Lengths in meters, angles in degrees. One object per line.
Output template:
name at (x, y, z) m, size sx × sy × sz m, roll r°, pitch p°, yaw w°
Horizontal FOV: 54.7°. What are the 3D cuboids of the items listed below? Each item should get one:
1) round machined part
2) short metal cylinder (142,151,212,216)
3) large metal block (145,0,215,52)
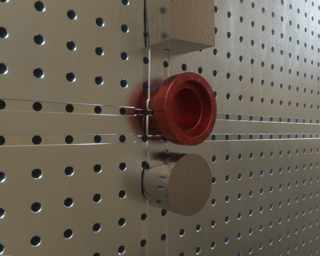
round machined part at (0.030, -0.025, 0.425) m, size 0.099 × 0.042 × 0.097 m, roll 0°, pitch 90°, yaw -40°
short metal cylinder at (0.024, 0.072, 0.415) m, size 0.081 × 0.050 × 0.079 m, roll 0°, pitch 90°, yaw -40°
large metal block at (0.028, -0.151, 0.418) m, size 0.081 × 0.050 × 0.079 m, roll -4°, pitch 93°, yaw -40°
